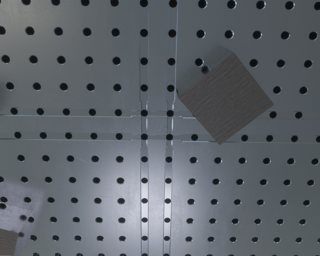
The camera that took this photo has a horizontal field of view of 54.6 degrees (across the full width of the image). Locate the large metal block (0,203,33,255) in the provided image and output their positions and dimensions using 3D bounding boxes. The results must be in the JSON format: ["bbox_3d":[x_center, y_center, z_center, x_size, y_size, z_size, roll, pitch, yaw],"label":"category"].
[{"bbox_3d":[-0.245,0.159,0.457,0.080,0.050,0.080,18,109,-7],"label":"large metal block"}]

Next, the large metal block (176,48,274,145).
[{"bbox_3d":[0.078,-0.040,0.386,0.080,0.050,0.080,-39,106,13],"label":"large metal block"}]
